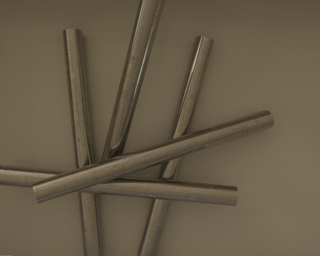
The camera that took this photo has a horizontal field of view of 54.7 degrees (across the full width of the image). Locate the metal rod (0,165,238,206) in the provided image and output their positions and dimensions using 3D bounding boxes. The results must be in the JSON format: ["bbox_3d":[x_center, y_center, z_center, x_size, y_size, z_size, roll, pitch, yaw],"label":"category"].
[{"bbox_3d":[-0.057,0.071,0.384,0.302,0.025,0.025,5,90,-1],"label":"metal rod"}]

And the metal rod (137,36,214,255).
[{"bbox_3d":[0.021,0.027,0.411,0.025,0.025,0.298,15,90,-1],"label":"metal rod"}]

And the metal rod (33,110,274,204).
[{"bbox_3d":[0.002,0.030,0.380,0.302,0.025,0.025,-17,90,-12],"label":"metal rod"}]

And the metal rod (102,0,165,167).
[{"bbox_3d":[-0.030,-0.060,0.350,0.025,0.025,0.298,17,115,-1],"label":"metal rod"}]

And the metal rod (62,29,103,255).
[{"bbox_3d":[-0.102,0.021,0.410,0.025,0.025,0.298,-5,90,-1],"label":"metal rod"}]
